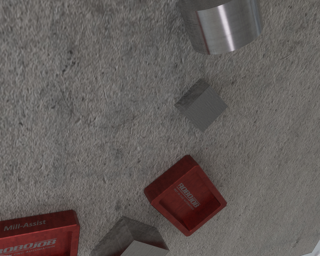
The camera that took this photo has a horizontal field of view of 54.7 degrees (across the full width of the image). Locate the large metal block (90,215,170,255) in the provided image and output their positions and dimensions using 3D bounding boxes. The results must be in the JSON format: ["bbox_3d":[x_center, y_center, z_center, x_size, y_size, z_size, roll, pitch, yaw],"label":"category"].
[{"bbox_3d":[-0.047,0.194,0.485,0.080,0.050,0.080,35,99,-39],"label":"large metal block"}]

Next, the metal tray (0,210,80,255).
[{"bbox_3d":[-0.176,0.160,0.406,0.131,0.030,0.089,-3,120,-27],"label":"metal tray"}]

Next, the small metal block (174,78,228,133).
[{"bbox_3d":[0.056,-0.030,0.419,0.050,0.025,0.050,-46,129,4],"label":"small metal block"}]

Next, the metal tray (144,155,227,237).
[{"bbox_3d":[0.045,0.112,0.497,0.090,0.030,0.130,-39,130,-2],"label":"metal tray"}]

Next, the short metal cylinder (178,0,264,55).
[{"bbox_3d":[0.065,-0.123,0.331,0.080,0.080,0.050,-33,129,-7],"label":"short metal cylinder"}]
